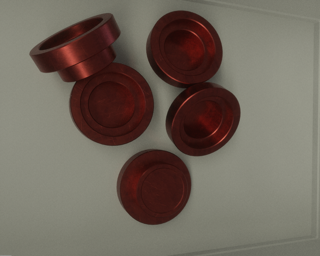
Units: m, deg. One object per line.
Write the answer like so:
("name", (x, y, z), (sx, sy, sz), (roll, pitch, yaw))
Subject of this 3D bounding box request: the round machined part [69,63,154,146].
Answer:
("round machined part", (-0.061, -0.028, 0.380), (0.099, 0.042, 0.097), (0, 90, -21))

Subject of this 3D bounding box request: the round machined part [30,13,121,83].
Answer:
("round machined part", (-0.088, -0.086, 0.344), (0.098, 0.098, 0.042), (-35, 122, -17))

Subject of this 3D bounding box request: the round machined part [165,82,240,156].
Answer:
("round machined part", (0.052, -0.015, 0.409), (0.099, 0.042, 0.097), (-11, 121, -18))

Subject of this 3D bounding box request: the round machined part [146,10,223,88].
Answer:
("round machined part", (0.029, -0.099, 0.408), (0.099, 0.042, 0.097), (3, 80, -18))

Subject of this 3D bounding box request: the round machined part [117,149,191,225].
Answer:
("round machined part", (-0.003, 0.077, 0.401), (0.099, 0.042, 0.097), (0, 90, -21))
